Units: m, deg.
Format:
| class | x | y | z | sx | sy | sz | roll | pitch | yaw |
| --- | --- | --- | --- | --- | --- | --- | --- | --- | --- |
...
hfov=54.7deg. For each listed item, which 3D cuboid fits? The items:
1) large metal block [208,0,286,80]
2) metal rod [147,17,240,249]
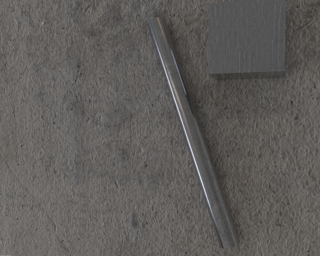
| class | x | y | z | sx | sy | sz | roll | pitch | yaw |
| --- | --- | --- | --- | --- | --- | --- | --- | --- | --- |
| large metal block | 0.101 | -0.100 | 0.360 | 0.080 | 0.050 | 0.080 | 1 | 90 | 20 |
| metal rod | 0.040 | 0.001 | 0.394 | 0.025 | 0.025 | 0.299 | -20 | 84 | 19 |
